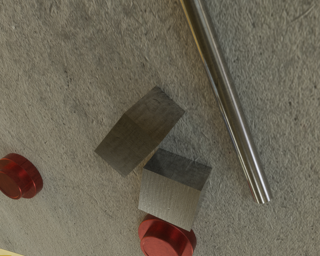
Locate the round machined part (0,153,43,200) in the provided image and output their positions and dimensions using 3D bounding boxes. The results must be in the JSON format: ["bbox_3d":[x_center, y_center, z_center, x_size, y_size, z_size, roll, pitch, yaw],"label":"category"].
[{"bbox_3d":[-0.284,0.101,0.608,0.098,0.042,0.097,13,124,21],"label":"round machined part"}]

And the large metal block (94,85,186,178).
[{"bbox_3d":[-0.024,0.004,0.386,0.050,0.080,0.080,43,129,-1],"label":"large metal block"}]

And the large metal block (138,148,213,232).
[{"bbox_3d":[0.020,0.085,0.433,0.080,0.050,0.079,20,126,16],"label":"large metal block"}]

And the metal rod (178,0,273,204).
[{"bbox_3d":[0.071,-0.041,0.343,0.025,0.025,0.299,-12,113,33],"label":"metal rod"}]

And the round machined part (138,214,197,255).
[{"bbox_3d":[0.007,0.188,0.509,0.098,0.042,0.097,13,124,21],"label":"round machined part"}]
